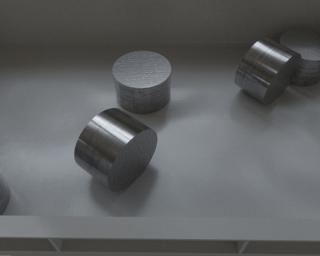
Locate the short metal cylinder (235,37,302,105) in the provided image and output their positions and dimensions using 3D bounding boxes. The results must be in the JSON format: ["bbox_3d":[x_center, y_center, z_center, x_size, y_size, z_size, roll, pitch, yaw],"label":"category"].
[{"bbox_3d":[0.152,-0.080,0.437,0.080,0.080,0.050,-35,58,-25],"label":"short metal cylinder"}]

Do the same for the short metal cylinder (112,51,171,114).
[{"bbox_3d":[-0.025,-0.066,0.444,0.080,0.050,0.080,0,50,0],"label":"short metal cylinder"}]

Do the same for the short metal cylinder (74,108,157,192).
[{"bbox_3d":[-0.048,0.024,0.349,0.050,0.080,0.080,32,57,24],"label":"short metal cylinder"}]

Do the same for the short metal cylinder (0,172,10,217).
[{"bbox_3d":[-0.211,0.068,0.330,0.080,0.050,0.080,0,50,0],"label":"short metal cylinder"}]

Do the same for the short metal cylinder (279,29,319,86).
[{"bbox_3d":[0.221,-0.110,0.483,0.080,0.050,0.080,0,50,0],"label":"short metal cylinder"}]
